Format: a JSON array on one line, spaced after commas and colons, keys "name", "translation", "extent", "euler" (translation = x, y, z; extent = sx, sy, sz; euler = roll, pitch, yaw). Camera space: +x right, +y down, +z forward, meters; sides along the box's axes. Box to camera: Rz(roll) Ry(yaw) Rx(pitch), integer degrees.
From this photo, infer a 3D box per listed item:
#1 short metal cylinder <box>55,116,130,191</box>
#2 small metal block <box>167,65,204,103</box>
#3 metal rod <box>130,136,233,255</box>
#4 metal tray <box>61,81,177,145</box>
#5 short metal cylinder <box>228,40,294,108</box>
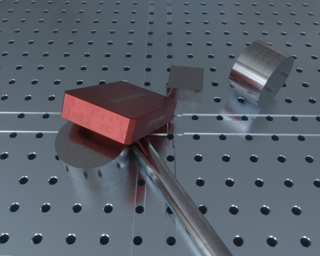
[{"name": "short metal cylinder", "translation": [-0.077, 0.028, 0.367], "extent": [0.081, 0.050, 0.080], "euler": [0, 50, 0]}, {"name": "small metal block", "translation": [0.038, -0.066, 0.463], "extent": [0.050, 0.025, 0.050], "euler": [6, 50, 5]}, {"name": "metal rod", "translation": [0.038, 0.101, 0.322], "extent": [0.025, 0.025, 0.300], "euler": [-25, 54, -20]}, {"name": "metal tray", "translation": [-0.044, -0.025, 0.382], "extent": [0.090, 0.030, 0.131], "euler": [22, 21, 17]}, {"name": "short metal cylinder", "translation": [0.142, -0.076, 0.436], "extent": [0.080, 0.080, 0.050], "euler": [-36, 59, -27]}]
